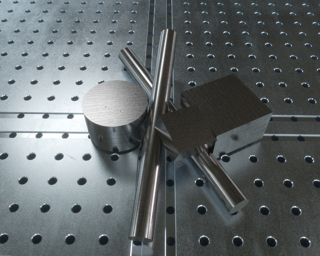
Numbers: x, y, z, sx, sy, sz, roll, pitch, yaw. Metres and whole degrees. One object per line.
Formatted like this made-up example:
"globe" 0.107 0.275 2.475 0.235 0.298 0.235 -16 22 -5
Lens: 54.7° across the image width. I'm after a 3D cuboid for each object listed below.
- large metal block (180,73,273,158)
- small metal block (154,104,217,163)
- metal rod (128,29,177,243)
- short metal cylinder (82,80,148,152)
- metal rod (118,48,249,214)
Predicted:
"large metal block" 0.081 -0.016 0.400 0.081 0.050 0.080 -21 53 -17
"small metal block" 0.029 0.006 0.357 0.050 0.025 0.050 -17 67 -24
"metal rod" -0.003 -0.014 0.389 0.025 0.025 0.300 5 58 4
"short metal cylinder" -0.056 -0.016 0.400 0.081 0.050 0.080 1 50 0
"metal rod" 0.015 -0.017 0.417 0.025 0.025 0.300 -22 54 -18
